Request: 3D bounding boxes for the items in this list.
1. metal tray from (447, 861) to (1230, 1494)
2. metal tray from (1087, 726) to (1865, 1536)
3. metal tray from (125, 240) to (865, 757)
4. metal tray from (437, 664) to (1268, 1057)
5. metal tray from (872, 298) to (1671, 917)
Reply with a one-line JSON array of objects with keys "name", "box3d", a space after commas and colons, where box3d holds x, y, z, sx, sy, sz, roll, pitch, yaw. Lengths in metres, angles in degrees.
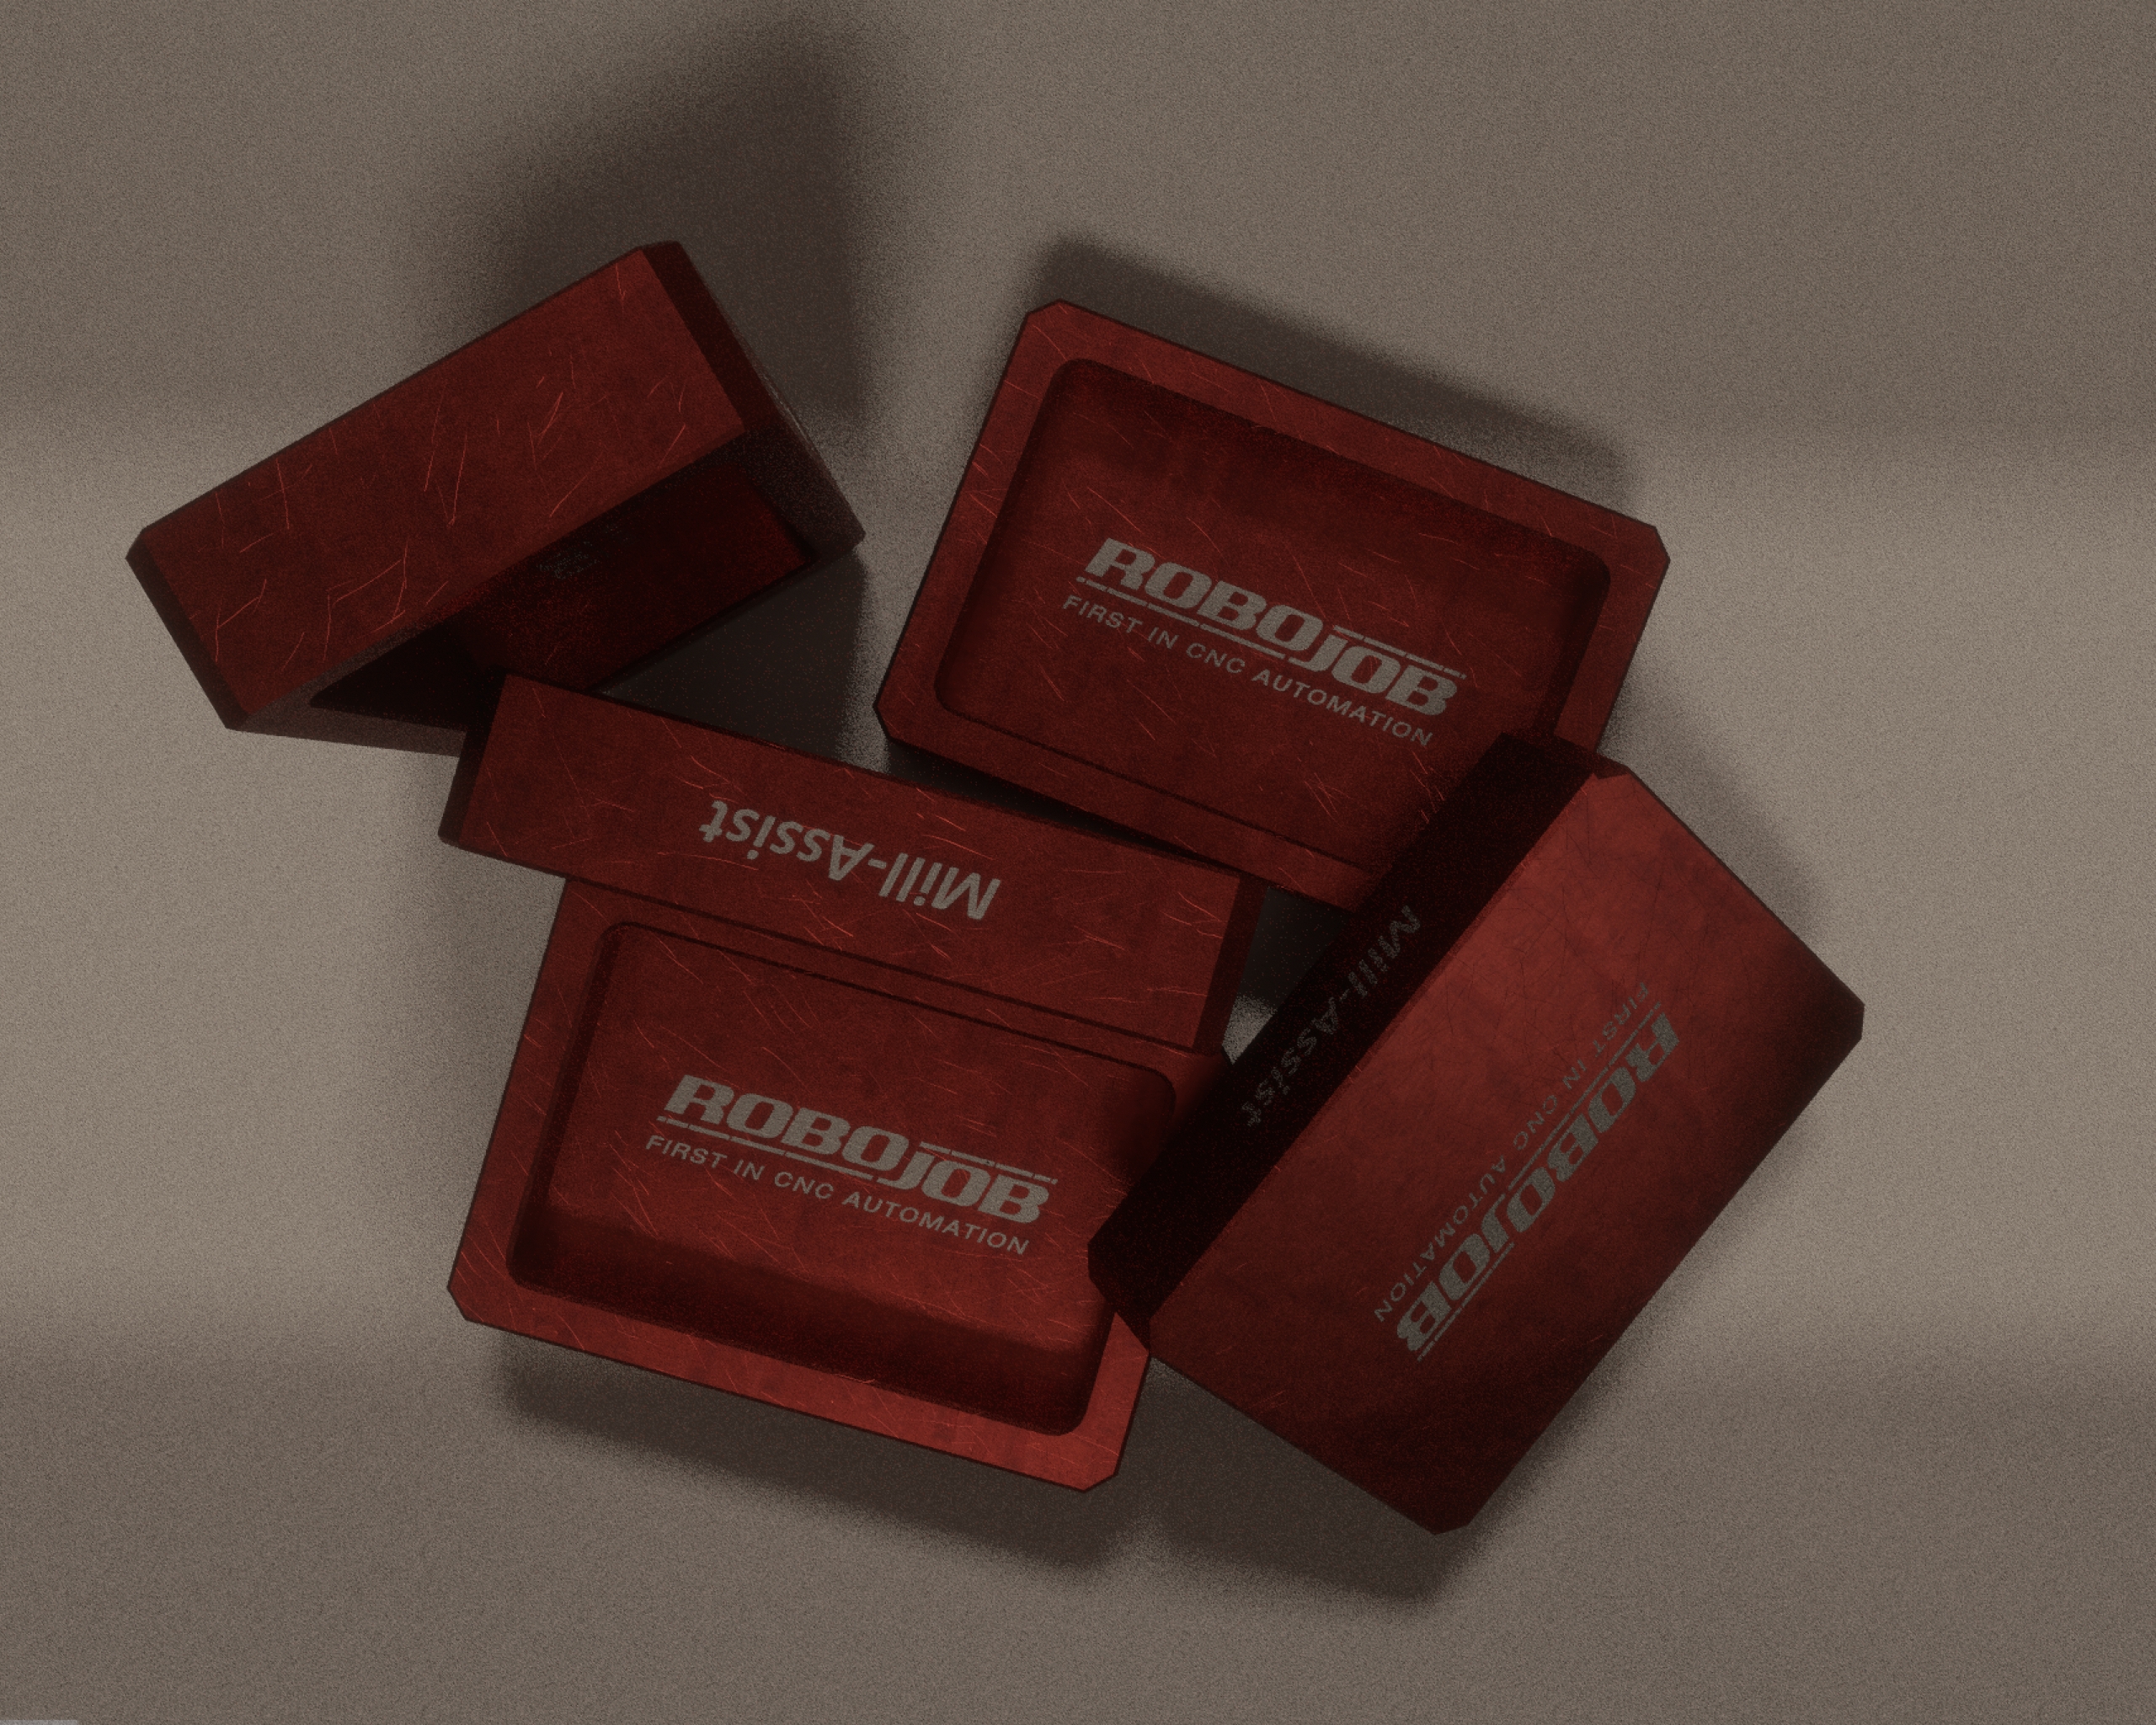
[{"name": "metal tray", "box3d": [-0.044, 0.059, 0.405, 0.131, 0.030, 0.090, 16, 90, -1]}, {"name": "metal tray", "box3d": [0.076, 0.051, 0.389, 0.090, 0.030, 0.130, 39, 90, -29]}, {"name": "metal tray", "box3d": [-0.088, -0.054, 0.355, 0.090, 0.130, 0.030, -30, 91, 0]}, {"name": "metal tray", "box3d": [-0.036, -0.001, 0.376, 0.131, 0.090, 0.030, 16, 90, -1]}, {"name": "metal tray", "box3d": [0.037, -0.043, 0.408, 0.131, 0.030, 0.090, 21, 90, -1]}]
